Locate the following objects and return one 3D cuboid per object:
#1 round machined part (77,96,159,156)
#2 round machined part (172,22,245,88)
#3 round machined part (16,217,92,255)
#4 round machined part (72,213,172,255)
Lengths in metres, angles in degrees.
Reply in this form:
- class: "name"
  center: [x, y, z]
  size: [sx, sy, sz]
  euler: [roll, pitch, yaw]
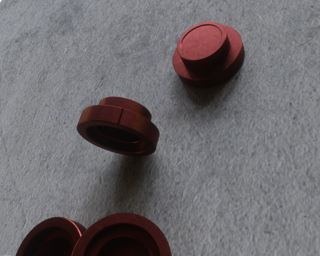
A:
- class: "round machined part"
  center: [-0.048, -0.004, 0.383]
  size: [0.098, 0.098, 0.042]
  euler: [0, 62, 28]
- class: "round machined part"
  center: [0.062, -0.106, 0.424]
  size: [0.098, 0.042, 0.098]
  euler: [-13, 56, 20]
- class: "round machined part"
  center: [-0.116, 0.156, 0.356]
  size: [0.098, 0.042, 0.098]
  euler: [-13, 56, 20]
- class: "round machined part"
  center: [-0.036, 0.140, 0.312]
  size: [0.099, 0.042, 0.098]
  euler: [-2, 56, 3]
